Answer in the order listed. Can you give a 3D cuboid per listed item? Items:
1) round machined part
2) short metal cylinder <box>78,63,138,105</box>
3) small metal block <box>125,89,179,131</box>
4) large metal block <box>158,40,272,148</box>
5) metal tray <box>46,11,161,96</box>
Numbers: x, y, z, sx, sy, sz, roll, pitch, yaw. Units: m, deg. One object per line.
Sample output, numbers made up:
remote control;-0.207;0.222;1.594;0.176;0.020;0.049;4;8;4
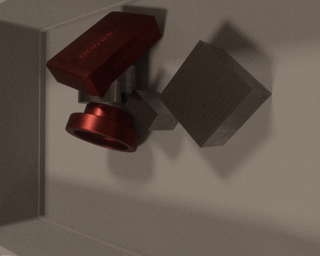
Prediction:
round machined part;-0.074;-0.002;0.423;0.098;0.098;0.042;3;70;39
short metal cylinder;-0.071;-0.058;0.427;0.080;0.081;0.050;2;91;39
small metal block;-0.007;-0.022;0.395;0.050;0.050;0.025;47;118;29
large metal block;0.058;-0.036;0.341;0.080;0.050;0.080;52;120;27
metal tray;-0.072;-0.103;0.408;0.090;0.030;0.130;22;60;37
